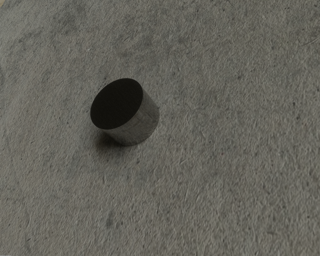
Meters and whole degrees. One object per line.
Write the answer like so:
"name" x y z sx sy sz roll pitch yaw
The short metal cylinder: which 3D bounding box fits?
"short metal cylinder" -0.047 -0.021 0.427 0.080 0.050 0.080 -13 56 21
